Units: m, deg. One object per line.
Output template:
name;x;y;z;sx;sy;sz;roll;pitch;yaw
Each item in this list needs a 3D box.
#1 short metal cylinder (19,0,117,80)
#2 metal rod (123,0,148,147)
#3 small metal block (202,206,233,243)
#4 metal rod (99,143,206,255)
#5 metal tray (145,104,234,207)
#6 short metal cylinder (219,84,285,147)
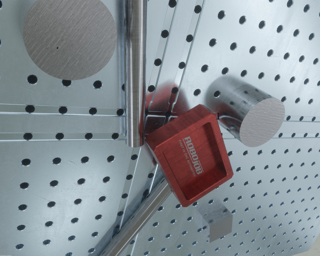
short metal cylinder;-0.087;-0.091;0.292;0.081;0.050;0.079;-14;125;-21
metal rod;-0.026;-0.109;0.330;0.025;0.025;0.298;-11;124;-23
small metal block;0.109;0.183;0.587;0.050;0.025;0.050;-18;126;-18
metal rod;-0.026;0.135;0.481;0.025;0.025;0.299;32;101;-39
metal tray;0.045;0.042;0.426;0.090;0.030;0.130;-31;128;-8
short metal cylinder;0.136;-0.018;0.461;0.081;0.050;0.079;-14;125;-21
